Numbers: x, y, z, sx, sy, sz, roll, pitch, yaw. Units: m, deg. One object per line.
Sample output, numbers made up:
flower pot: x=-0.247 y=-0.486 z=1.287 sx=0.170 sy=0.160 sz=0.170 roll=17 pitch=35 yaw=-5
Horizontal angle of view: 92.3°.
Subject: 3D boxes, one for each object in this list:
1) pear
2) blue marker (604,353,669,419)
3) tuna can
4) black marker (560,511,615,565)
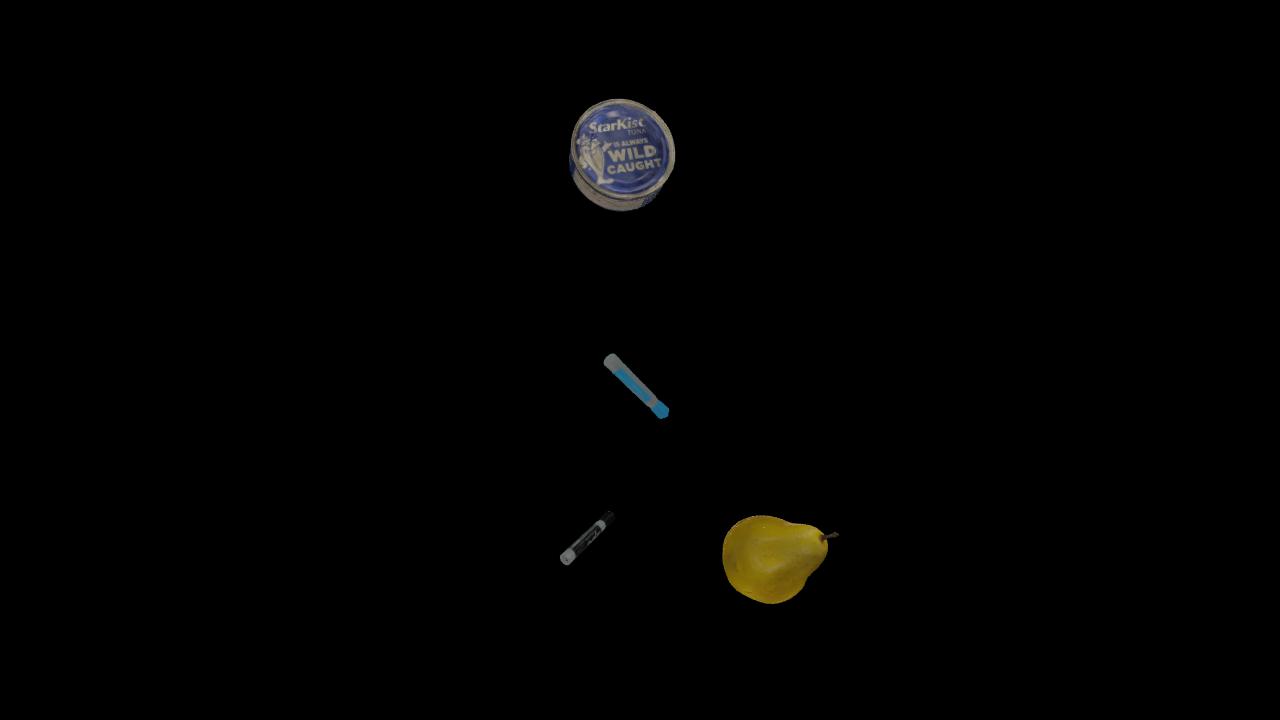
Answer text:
pear: x=0.130 y=0.167 z=0.539 sx=0.111 sy=0.080 sz=0.080 roll=-27 pitch=-14 yaw=30
blue marker: x=-0.002 y=0.036 z=0.781 sx=0.020 sy=0.020 sz=0.121 roll=0 pitch=-38 yaw=49
tuna can: x=-0.015 y=-0.166 z=0.502 sx=0.084 sy=0.084 sz=0.034 roll=0 pitch=-7 yaw=-11
black marker: x=-0.076 y=0.267 z=0.932 sx=0.020 sy=0.020 sz=0.121 roll=0 pitch=21 yaw=35
